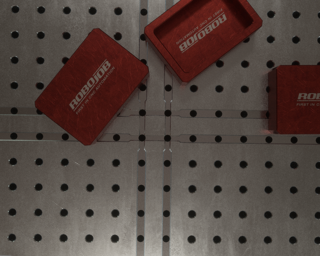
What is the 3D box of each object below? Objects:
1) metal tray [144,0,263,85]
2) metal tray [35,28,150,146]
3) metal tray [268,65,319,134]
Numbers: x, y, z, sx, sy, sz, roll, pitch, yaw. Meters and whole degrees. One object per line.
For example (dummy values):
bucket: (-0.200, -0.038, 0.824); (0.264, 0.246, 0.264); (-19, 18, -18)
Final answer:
metal tray: (0.056, -0.130, 0.411); (0.130, 0.030, 0.090); (-38, 91, -1)
metal tray: (-0.087, -0.053, 0.410); (0.090, 0.030, 0.130); (38, 90, -1)
metal tray: (0.215, -0.037, 0.414); (0.131, 0.030, 0.089); (0, 90, -1)
